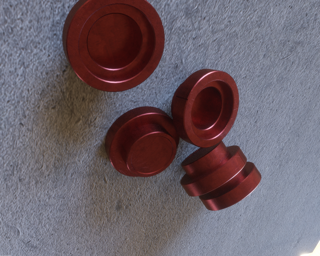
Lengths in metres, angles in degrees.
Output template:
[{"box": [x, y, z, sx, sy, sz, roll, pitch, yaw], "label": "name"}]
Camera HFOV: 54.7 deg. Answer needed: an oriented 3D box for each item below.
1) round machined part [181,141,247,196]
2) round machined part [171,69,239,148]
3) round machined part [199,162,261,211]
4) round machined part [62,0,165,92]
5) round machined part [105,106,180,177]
[{"box": [0.070, 0.051, 0.442, 0.098, 0.098, 0.042, -34, 93, -6], "label": "round machined part"}, {"box": [0.053, -0.027, 0.397, 0.099, 0.042, 0.097, -15, 115, -35], "label": "round machined part"}, {"box": [0.101, 0.079, 0.476, 0.098, 0.098, 0.042, -34, 94, -6], "label": "round machined part"}, {"box": [-0.048, -0.089, 0.314, 0.099, 0.042, 0.097, -14, 124, -21], "label": "round machined part"}, {"box": [-0.018, 0.025, 0.401, 0.099, 0.042, 0.097, -14, 124, -21], "label": "round machined part"}]
